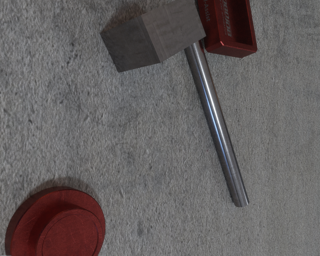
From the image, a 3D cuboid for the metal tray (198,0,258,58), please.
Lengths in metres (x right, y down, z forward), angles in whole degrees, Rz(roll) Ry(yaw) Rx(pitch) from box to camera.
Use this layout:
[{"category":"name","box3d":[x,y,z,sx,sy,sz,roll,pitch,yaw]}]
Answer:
[{"category":"metal tray","box3d":[0.101,-0.177,0.471,0.091,0.030,0.129,-3,83,-40]}]

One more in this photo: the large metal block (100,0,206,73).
[{"category":"large metal block","box3d":[-0.008,-0.109,0.362,0.080,0.080,0.050,-38,113,-34]}]

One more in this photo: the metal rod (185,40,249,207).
[{"category":"metal rod","box3d":[0.088,-0.009,0.477,0.025,0.025,0.298,-32,110,-35]}]

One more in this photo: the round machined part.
[{"category":"round machined part","box3d":[-0.097,0.111,0.312,0.099,0.042,0.097,0,90,-40]}]
